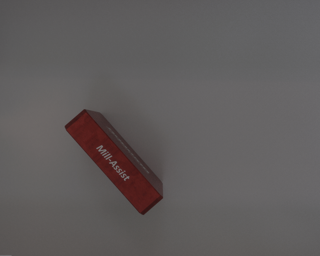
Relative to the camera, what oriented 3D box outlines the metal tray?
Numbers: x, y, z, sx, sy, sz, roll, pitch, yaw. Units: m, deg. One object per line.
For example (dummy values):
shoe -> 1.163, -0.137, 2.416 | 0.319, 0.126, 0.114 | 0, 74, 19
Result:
metal tray -> -0.050, 0.037, 0.378 | 0.030, 0.090, 0.130 | -41, 90, 0
